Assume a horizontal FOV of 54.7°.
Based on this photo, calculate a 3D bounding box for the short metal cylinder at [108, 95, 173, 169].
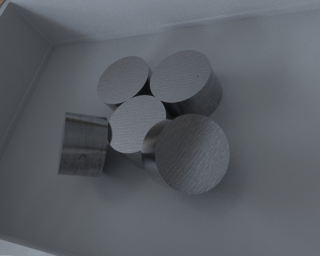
[{"bbox_3d":[-0.019,0.006,0.391,0.080,0.050,0.080,-13,56,20],"label":"short metal cylinder"}]

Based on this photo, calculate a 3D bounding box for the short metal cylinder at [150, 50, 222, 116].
[{"bbox_3d":[0.034,-0.053,0.402,0.080,0.050,0.080,-13,56,20],"label":"short metal cylinder"}]

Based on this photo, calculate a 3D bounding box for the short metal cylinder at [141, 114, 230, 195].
[{"bbox_3d":[0.026,0.027,0.329,0.080,0.080,0.050,-58,14,-13],"label":"short metal cylinder"}]

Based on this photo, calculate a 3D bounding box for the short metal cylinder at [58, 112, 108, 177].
[{"bbox_3d":[-0.101,0.022,0.399,0.050,0.080,0.080,7,54,-19],"label":"short metal cylinder"}]

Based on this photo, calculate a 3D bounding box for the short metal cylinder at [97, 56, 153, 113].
[{"bbox_3d":[-0.041,-0.055,0.440,0.080,0.050,0.080,-13,56,20],"label":"short metal cylinder"}]
